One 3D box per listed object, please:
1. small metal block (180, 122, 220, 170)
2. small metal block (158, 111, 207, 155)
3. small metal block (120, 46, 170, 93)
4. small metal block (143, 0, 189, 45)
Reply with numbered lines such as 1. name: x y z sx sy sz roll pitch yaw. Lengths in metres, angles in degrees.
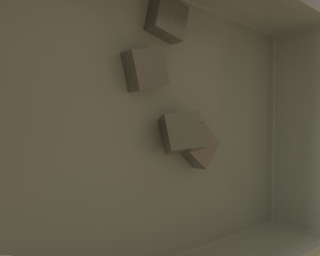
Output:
1. small metal block: 0.056 0.026 0.456 0.050 0.025 0.050 47 62 -30
2. small metal block: 0.029 0.006 0.415 0.050 0.025 0.050 -6 75 -20
3. small metal block: -0.018 -0.075 0.393 0.050 0.025 0.050 -18 102 -39
4. small metal block: 0.009 -0.147 0.416 0.050 0.025 0.050 16 80 -39
